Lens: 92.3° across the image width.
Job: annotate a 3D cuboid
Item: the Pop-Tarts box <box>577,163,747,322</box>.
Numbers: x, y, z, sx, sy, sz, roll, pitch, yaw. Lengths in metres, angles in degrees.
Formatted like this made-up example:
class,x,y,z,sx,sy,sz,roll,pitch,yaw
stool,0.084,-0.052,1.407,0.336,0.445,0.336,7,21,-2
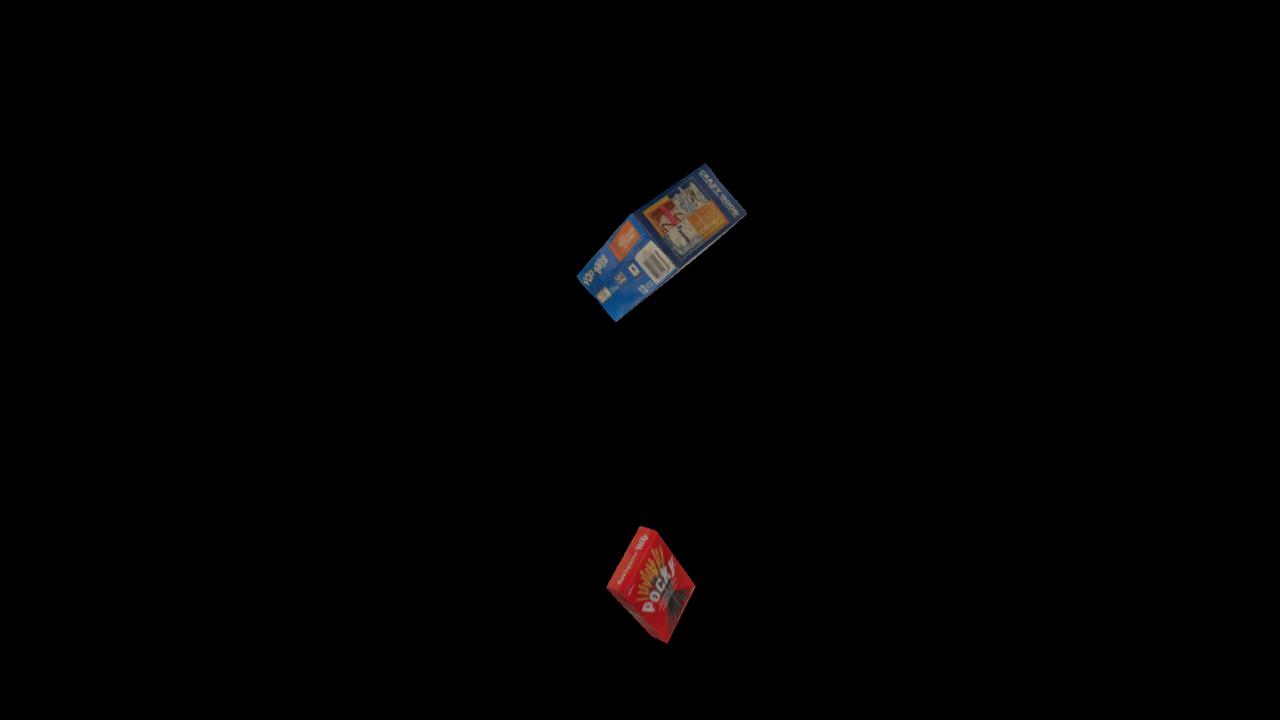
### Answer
class,x,y,z,sx,sy,sz,roll,pitch,yaw
Pop-Tarts box,0.022,-0.141,0.759,0.141,0.083,0.167,-41,5,-32

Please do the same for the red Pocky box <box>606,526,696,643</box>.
class,x,y,z,sx,sy,sz,roll,pitch,yaw
red Pocky box,0.018,0.273,0.740,0.028,0.083,0.155,12,-35,36
